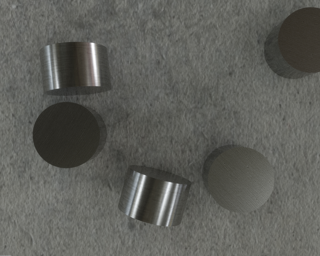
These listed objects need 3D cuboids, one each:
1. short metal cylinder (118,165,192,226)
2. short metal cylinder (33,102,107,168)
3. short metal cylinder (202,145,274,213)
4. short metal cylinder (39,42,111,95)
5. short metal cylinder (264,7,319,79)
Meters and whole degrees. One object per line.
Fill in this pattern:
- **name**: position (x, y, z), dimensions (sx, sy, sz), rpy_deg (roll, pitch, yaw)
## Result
- **short metal cylinder**: position (-0.006, 0.081, 0.383), dimensions (0.080, 0.080, 0.050), rpy_deg (15, 90, -1)
- **short metal cylinder**: position (-0.112, 0.008, 0.396), dimensions (0.081, 0.050, 0.079), rpy_deg (0, 90, -1)
- **short metal cylinder**: position (0.098, 0.063, 0.399), dimensions (0.081, 0.050, 0.079), rpy_deg (0, 90, -1)
- **short metal cylinder**: position (-0.103, -0.070, 0.381), dimensions (0.081, 0.080, 0.050), rpy_deg (-6, 90, -1)
- **short metal cylinder**: position (0.183, -0.107, 0.400), dimensions (0.081, 0.050, 0.079), rpy_deg (0, 90, -1)
